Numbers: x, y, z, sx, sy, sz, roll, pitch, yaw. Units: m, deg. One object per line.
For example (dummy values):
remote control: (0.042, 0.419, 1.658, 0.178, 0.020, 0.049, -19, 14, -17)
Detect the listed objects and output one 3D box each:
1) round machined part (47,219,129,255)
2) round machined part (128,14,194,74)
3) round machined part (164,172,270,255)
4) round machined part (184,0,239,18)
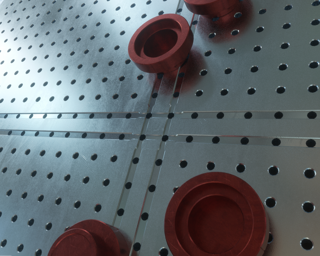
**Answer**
round machined part: (-0.088, 0.152, 0.349, 0.098, 0.042, 0.098, -13, 56, 20)
round machined part: (0.005, -0.122, 0.468, 0.098, 0.042, 0.098, -13, 56, 20)
round machined part: (0.057, 0.097, 0.307, 0.098, 0.042, 0.098, -13, 56, 20)
round machined part: (0.086, -0.211, 0.480, 0.098, 0.042, 0.098, -13, 56, 20)
